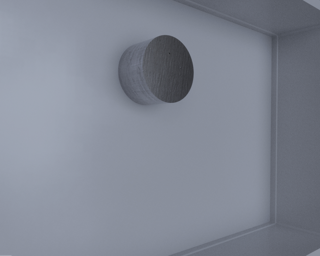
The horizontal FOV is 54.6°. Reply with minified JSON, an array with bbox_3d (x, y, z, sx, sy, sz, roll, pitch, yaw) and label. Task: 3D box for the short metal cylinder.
[{"bbox_3d":[-0.004,-0.070,0.386,0.081,0.050,0.080,0,90,-40],"label":"short metal cylinder"}]
